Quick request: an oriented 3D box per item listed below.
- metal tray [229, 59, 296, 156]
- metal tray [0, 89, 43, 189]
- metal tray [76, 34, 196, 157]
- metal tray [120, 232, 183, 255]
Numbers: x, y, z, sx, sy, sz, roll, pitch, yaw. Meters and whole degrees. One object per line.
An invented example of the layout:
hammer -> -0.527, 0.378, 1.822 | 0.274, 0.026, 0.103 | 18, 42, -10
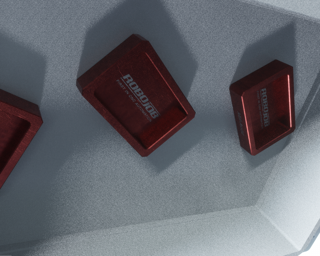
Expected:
metal tray -> 0.162, -0.028, 0.478 | 0.090, 0.030, 0.129 | -30, 129, -10
metal tray -> -0.192, 0.019, 0.312 | 0.090, 0.030, 0.130 | 28, 103, -38
metal tray -> -0.023, -0.034, 0.372 | 0.090, 0.030, 0.130 | -40, 130, -1
metal tray -> -0.015, 0.248, 0.555 | 0.090, 0.030, 0.130 | -42, 130, 0
